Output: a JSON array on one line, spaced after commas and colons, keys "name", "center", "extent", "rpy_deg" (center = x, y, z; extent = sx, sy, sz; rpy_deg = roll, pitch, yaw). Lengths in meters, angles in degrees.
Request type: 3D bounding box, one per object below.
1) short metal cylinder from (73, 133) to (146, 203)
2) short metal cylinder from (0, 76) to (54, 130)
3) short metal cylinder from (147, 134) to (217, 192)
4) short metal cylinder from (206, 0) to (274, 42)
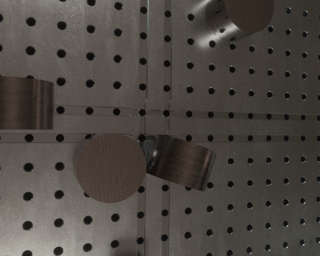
[{"name": "short metal cylinder", "center": [-0.063, 0.046, 0.377], "extent": [0.081, 0.050, 0.079], "rpy_deg": [0, 90, -21]}, {"name": "short metal cylinder", "center": [-0.155, -0.024, 0.326], "extent": [0.081, 0.080, 0.050], "rpy_deg": [1, 90, -20]}, {"name": "short metal cylinder", "center": [0.026, 0.044, 0.394], "extent": [0.080, 0.080, 0.050], "rpy_deg": [20, 83, -19]}, {"name": "short metal cylinder", "center": [0.113, -0.169, 0.442], "extent": [0.081, 0.050, 0.079], "rpy_deg": [0, 90, -21]}]
